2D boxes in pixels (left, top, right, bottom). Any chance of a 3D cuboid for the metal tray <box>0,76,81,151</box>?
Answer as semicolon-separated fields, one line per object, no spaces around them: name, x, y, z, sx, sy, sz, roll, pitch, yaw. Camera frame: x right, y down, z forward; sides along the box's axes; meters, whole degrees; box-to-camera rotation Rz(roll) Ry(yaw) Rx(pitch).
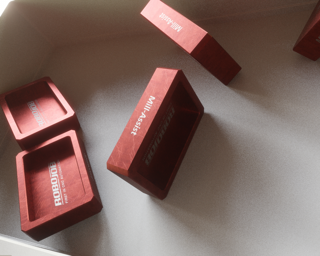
metal tray;-0.197;-0.027;0.498;0.091;0.030;0.130;-28;48;-20

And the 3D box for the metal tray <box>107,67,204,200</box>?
metal tray;0.002;0.007;0.357;0.030;0.090;0.130;14;69;33

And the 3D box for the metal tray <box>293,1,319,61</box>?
metal tray;0.192;-0.135;0.317;0.030;0.130;0.090;30;81;7

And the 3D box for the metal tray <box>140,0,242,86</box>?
metal tray;0.039;-0.116;0.410;0.030;0.090;0.130;-50;50;13

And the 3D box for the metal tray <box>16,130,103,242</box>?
metal tray;-0.137;0.069;0.409;0.090;0.030;0.130;-25;47;-6
